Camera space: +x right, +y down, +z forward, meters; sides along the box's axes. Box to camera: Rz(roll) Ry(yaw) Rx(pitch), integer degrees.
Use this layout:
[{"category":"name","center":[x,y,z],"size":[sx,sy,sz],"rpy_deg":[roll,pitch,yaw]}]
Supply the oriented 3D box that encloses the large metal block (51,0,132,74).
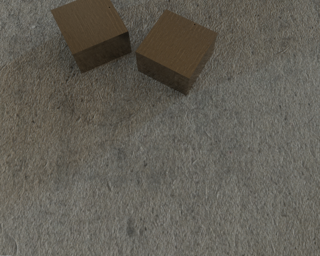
[{"category":"large metal block","center":[-0.096,-0.138,0.444],"size":[0.080,0.050,0.080],"rpy_deg":[-26,72,-9]}]

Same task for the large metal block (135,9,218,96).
[{"category":"large metal block","center":[0.023,-0.105,0.433],"size":[0.080,0.050,0.080],"rpy_deg":[29,72,10]}]
